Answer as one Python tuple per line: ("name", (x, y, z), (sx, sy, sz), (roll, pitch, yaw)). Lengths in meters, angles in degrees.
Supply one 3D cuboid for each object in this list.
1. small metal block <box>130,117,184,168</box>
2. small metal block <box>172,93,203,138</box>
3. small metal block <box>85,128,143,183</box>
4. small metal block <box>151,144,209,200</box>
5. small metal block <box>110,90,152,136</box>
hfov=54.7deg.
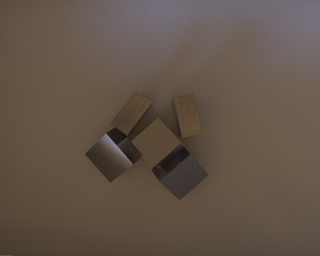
("small metal block", (-0.004, 0.021, 0.409), (0.050, 0.025, 0.050), (-42, 91, 0))
("small metal block", (0.033, -0.015, 0.397), (0.025, 0.050, 0.050), (-11, 90, -1))
("small metal block", (-0.060, 0.034, 0.398), (0.050, 0.025, 0.050), (49, 123, -1))
("small metal block", (0.026, 0.057, 0.397), (0.050, 0.025, 0.050), (-41, 127, -1))
("small metal block", (-0.035, -0.018, 0.396), (0.025, 0.050, 0.050), (37, 90, 0))
